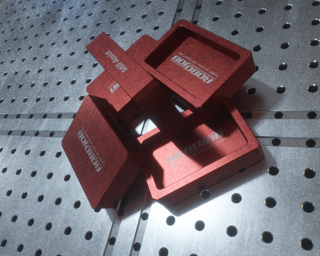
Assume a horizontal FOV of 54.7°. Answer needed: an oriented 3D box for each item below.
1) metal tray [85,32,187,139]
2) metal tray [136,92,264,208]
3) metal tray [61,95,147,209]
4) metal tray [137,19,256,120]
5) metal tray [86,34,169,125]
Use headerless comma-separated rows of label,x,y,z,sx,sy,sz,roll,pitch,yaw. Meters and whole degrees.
metal tray,-0.030,-0.052,0.373,0.030,0.090,0.130,-42,51,0
metal tray,0.041,0.024,0.366,0.130,0.030,0.090,-29,52,9
metal tray,-0.078,0.028,0.403,0.090,0.030,0.130,-57,48,20
metal tray,0.041,-0.079,0.392,0.090,0.030,0.130,-45,51,-4
metal tray,-0.040,-0.074,0.469,0.130,0.030,0.090,-43,51,-2
